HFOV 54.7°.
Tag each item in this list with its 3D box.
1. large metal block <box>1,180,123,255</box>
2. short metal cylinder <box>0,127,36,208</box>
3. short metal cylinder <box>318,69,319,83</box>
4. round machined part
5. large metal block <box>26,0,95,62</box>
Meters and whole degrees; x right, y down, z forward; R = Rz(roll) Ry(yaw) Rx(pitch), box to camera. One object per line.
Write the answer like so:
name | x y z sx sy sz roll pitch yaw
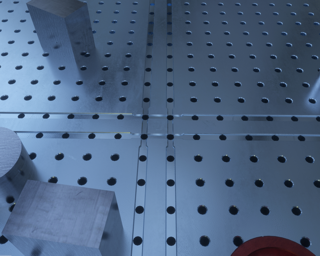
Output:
large metal block | -0.084 0.096 0.291 0.080 0.080 0.050 7 51 5
short metal cylinder | -0.191 0.045 0.352 0.081 0.050 0.080 0 50 0
short metal cylinder | 0.290 -0.089 0.468 0.080 0.050 0.080 0 50 0
round machined part | 0.101 0.150 0.271 0.099 0.042 0.098 0 50 0
large metal block | -0.161 -0.169 0.512 0.080 0.080 0.050 26 55 20
